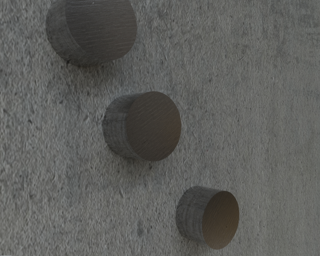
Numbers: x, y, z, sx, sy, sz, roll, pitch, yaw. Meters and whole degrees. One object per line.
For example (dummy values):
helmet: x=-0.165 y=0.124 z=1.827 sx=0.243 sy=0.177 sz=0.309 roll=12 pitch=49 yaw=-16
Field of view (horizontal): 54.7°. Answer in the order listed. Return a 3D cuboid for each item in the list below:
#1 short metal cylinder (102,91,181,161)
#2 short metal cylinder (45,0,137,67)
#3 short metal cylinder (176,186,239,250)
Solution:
short metal cylinder: x=-0.021 y=-0.002 z=0.371 sx=0.081 sy=0.050 sz=0.080 roll=0 pitch=90 yaw=-40
short metal cylinder: x=-0.072 y=-0.108 z=0.328 sx=0.081 sy=0.050 sz=0.080 roll=0 pitch=90 yaw=-40
short metal cylinder: x=0.069 y=0.127 z=0.447 sx=0.081 sy=0.050 sz=0.080 roll=0 pitch=90 yaw=-40
